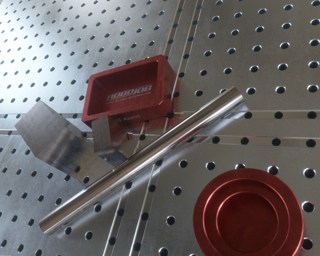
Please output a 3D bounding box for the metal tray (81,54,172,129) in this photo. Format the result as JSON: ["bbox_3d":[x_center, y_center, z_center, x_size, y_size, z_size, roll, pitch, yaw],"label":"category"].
[{"bbox_3d":[-0.048,-0.051,0.459,0.130,0.030,0.090,-11,57,21],"label":"metal tray"}]

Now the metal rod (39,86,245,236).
[{"bbox_3d":[-0.026,0.044,0.393,0.300,0.025,0.025,-35,52,4],"label":"metal rod"}]

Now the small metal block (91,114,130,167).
[{"bbox_3d":[-0.065,0.018,0.413,0.025,0.050,0.050,-24,53,13],"label":"small metal block"}]

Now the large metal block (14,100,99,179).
[{"bbox_3d":[-0.143,0.017,0.435,0.050,0.080,0.080,-48,52,-5],"label":"large metal block"}]

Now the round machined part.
[{"bbox_3d":[0.085,0.091,0.296,0.098,0.042,0.098,-13,56,20],"label":"round machined part"}]
